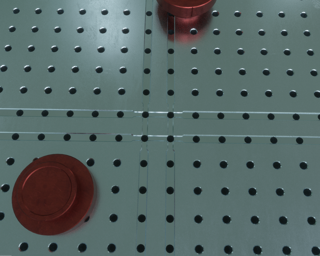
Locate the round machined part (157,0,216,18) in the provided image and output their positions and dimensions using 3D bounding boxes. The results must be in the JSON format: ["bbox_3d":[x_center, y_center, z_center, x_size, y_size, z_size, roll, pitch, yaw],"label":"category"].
[{"bbox_3d":[0.040,-0.211,0.480,0.099,0.042,0.098,0,70,0],"label":"round machined part"}]

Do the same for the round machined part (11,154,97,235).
[{"bbox_3d":[-0.130,0.078,0.374,0.099,0.042,0.098,0,70,0],"label":"round machined part"}]
